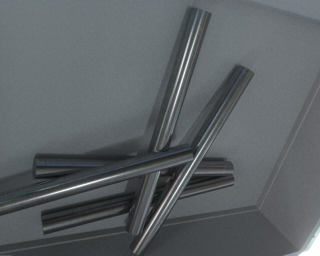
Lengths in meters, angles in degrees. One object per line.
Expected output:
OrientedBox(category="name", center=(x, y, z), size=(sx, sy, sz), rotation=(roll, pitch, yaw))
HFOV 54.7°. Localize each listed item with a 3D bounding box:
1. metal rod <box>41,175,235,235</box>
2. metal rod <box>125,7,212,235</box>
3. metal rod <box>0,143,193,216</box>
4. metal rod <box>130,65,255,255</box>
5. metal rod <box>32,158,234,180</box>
OrientedBox(category="metal rod", center=(-0.017, 0.107, 0.465), size=(0.303, 0.025, 0.025), rotation=(-8, 122, -25))
OrientedBox(category="metal rod", center=(0.005, 0.004, 0.391), size=(0.025, 0.025, 0.298), rotation=(7, 109, -32))
OrientedBox(category="metal rod", center=(-0.104, 0.066, 0.359), size=(0.302, 0.025, 0.025), rotation=(-14, 125, -15))
OrientedBox(category="metal rod", center=(0.043, 0.049, 0.436), size=(0.025, 0.025, 0.299), rotation=(27, 95, -38))
OrientedBox(category="metal rod", center=(-0.016, 0.057, 0.435), size=(0.302, 0.025, 0.025), rotation=(4, 116, -31))
